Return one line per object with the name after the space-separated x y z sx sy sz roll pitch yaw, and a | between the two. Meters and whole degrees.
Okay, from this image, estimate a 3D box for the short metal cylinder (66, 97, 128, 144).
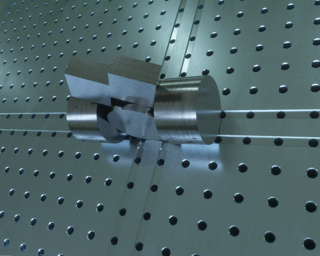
-0.080 -0.019 0.426 0.050 0.080 0.080 1 62 29 | short metal cylinder

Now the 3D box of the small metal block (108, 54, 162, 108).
-0.027 -0.050 0.339 0.050 0.050 0.025 14 66 1 | small metal block

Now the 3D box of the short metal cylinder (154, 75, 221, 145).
0.035 -0.021 0.366 0.050 0.080 0.080 0 62 29 | short metal cylinder

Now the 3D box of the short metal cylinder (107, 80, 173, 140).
-0.021 -0.024 0.399 0.080 0.080 0.050 1 63 29 | short metal cylinder

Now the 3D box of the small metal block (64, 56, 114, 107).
-0.078 -0.053 0.362 0.050 0.050 0.025 15 66 0 | small metal block
